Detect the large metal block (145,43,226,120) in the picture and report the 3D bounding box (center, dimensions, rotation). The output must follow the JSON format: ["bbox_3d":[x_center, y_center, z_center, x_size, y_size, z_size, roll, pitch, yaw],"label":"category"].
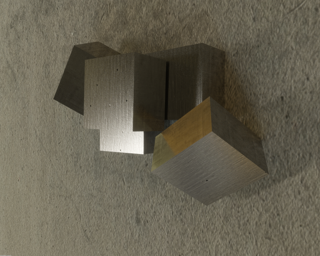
[{"bbox_3d":[0.029,-0.049,0.365,0.080,0.050,0.079,0,90,39],"label":"large metal block"}]

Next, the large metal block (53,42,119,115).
[{"bbox_3d":[-0.095,-0.072,0.438,0.050,0.080,0.080,29,112,1],"label":"large metal block"}]

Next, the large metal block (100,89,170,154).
[{"bbox_3d":[-0.034,-0.009,0.414,0.080,0.050,0.079,0,90,39],"label":"large metal block"}]

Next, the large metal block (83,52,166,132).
[{"bbox_3d":[-0.041,-0.038,0.354,0.080,0.050,0.079,3,92,39],"label":"large metal block"}]

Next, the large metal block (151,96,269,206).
[{"bbox_3d":[0.050,0.027,0.320,0.080,0.080,0.050,-38,29,33],"label":"large metal block"}]
